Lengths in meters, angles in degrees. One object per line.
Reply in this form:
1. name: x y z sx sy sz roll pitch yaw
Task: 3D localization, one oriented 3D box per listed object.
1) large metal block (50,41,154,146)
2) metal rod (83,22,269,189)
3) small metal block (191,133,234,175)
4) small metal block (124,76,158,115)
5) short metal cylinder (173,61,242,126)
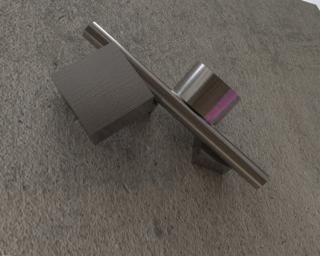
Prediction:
1. large metal block: -0.065 -0.039 0.358 0.080 0.050 0.080 -33 81 -15
2. metal rod: 0.021 -0.029 0.404 0.300 0.025 0.025 41 51 0
3. small metal block: 0.073 0.031 0.428 0.050 0.025 0.050 22 53 -15
4. small metal block: -0.032 -0.050 0.421 0.050 0.025 0.050 12 57 -22
5. short metal cylinder: 0.065 -0.048 0.430 0.080 0.050 0.080 40 11 -9
